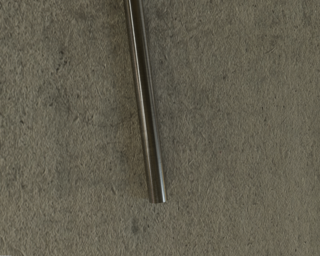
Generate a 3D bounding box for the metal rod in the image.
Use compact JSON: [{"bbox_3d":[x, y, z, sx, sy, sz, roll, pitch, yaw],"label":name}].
[{"bbox_3d":[-0.021,-0.052,0.401,0.025,0.025,0.298,-8,93,-20],"label":"metal rod"}]
